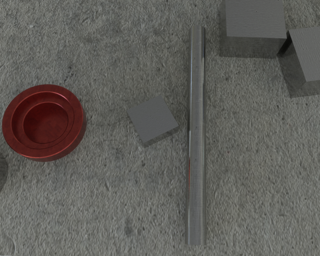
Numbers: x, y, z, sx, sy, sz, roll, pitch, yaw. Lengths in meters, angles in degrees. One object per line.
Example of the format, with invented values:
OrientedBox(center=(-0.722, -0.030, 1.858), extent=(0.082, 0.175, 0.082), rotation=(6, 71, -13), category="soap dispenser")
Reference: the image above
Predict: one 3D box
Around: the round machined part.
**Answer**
OrientedBox(center=(-0.144, -0.003, 0.399), extent=(0.099, 0.042, 0.098), rotation=(0, 70, -1), category="round machined part")

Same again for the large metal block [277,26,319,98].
OrientedBox(center=(0.220, -0.093, 0.432), extent=(0.081, 0.050, 0.080), rotation=(-8, 70, -3), category="large metal block")

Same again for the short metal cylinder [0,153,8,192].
OrientedBox(center=(-0.235, 0.053, 0.373), extent=(0.081, 0.050, 0.080), rotation=(0, 70, 0), category="short metal cylinder")

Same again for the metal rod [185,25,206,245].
OrientedBox(center=(0.048, -0.005, 0.410), extent=(0.025, 0.025, 0.299), rotation=(3, 70, 1), category="metal rod")

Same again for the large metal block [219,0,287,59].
OrientedBox(center=(0.131, -0.150, 0.451), extent=(0.081, 0.050, 0.080), rotation=(2, 70, 0), category="large metal block")

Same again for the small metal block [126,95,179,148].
OrientedBox(center=(-0.010, -0.009, 0.411), extent=(0.050, 0.025, 0.050), rotation=(-26, 72, -10), category="small metal block")
